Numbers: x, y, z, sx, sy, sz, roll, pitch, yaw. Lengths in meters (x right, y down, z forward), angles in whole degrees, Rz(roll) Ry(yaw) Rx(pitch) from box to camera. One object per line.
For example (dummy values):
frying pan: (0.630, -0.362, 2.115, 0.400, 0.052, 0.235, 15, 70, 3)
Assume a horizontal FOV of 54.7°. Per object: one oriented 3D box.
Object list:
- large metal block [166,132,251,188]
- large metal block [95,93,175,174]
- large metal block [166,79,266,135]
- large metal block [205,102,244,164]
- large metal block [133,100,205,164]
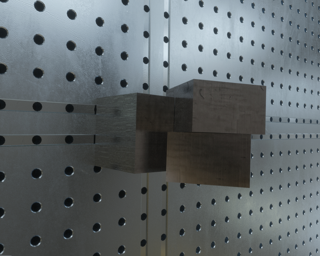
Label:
large metal block: (0.057, 0.031, 0.336, 0.080, 0.080, 0.050, 8, 84, -73)
large metal block: (-0.031, 0.005, 0.350, 0.050, 0.080, 0.079, 2, 89, -40)
large metal block: (0.057, -0.019, 0.340, 0.081, 0.080, 0.050, 2, 88, -18)
large metal block: (0.071, 0.008, 0.435, 0.050, 0.080, 0.080, 5, 87, -40)
large metal block: (0.012, 0.005, 0.403, 0.081, 0.050, 0.080, 3, 88, -40)
